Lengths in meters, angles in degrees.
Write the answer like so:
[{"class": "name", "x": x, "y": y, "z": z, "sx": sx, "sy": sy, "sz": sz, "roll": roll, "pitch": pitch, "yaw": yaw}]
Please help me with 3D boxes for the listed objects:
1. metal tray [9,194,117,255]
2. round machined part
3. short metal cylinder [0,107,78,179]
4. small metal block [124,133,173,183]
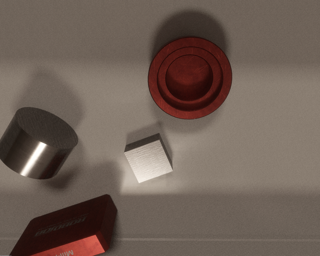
[{"class": "metal tray", "x": -0.130, "y": 0.146, "z": 0.428, "sx": 0.131, "sy": 0.090, "sz": 0.030, "roll": -19, "pitch": 109, "yaw": 6}, {"class": "round machined part", "x": 0.035, "y": -0.063, "z": 0.380, "sx": 0.099, "sy": 0.042, "sz": 0.097, "roll": 0, "pitch": 110, "yaw": -1}, {"class": "short metal cylinder", "x": -0.151, "y": 0.018, "z": 0.387, "sx": 0.080, "sy": 0.080, "sz": 0.050, "roll": 33, "pitch": 107, "yaw": -12}, {"class": "small metal block", "x": -0.015, "y": 0.041, "z": 0.426, "sx": 0.050, "sy": 0.025, "sz": 0.050, "roll": -21, "pitch": 109, "yaw": 7}]
